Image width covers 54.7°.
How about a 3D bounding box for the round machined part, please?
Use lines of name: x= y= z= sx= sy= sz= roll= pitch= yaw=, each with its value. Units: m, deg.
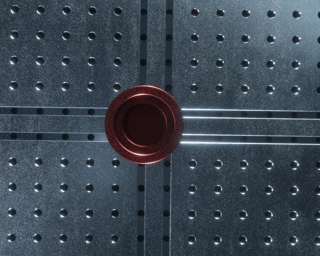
round machined part: x=-0.020 y=-0.004 z=0.405 sx=0.099 sy=0.042 sz=0.097 roll=0 pitch=90 yaw=-1
